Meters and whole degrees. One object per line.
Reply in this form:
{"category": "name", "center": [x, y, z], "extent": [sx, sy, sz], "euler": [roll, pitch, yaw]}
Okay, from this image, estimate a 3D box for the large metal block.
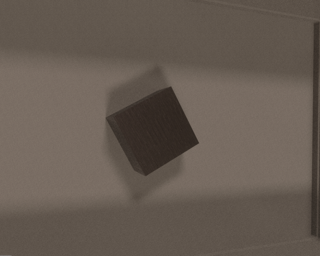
{"category": "large metal block", "center": [-0.010, 0.003, 0.394], "extent": [0.080, 0.050, 0.080], "euler": [-30, 100, -18]}
